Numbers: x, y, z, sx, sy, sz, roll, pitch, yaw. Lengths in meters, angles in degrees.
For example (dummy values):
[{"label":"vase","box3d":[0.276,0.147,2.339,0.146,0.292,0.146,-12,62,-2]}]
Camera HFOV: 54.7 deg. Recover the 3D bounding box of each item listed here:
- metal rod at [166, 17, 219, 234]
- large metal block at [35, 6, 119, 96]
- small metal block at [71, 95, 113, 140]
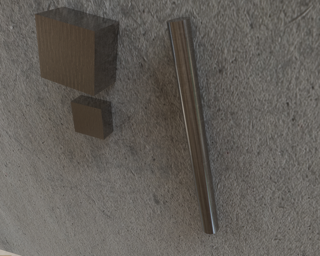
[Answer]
[{"label":"metal rod","box3d":[0.047,0.017,0.391,0.025,0.025,0.298,2,120,27]},{"label":"large metal block","box3d":[-0.101,-0.096,0.383,0.080,0.050,0.079,20,126,16]},{"label":"small metal block","box3d":[-0.097,-0.016,0.446,0.050,0.025,0.050,14,124,20]}]
